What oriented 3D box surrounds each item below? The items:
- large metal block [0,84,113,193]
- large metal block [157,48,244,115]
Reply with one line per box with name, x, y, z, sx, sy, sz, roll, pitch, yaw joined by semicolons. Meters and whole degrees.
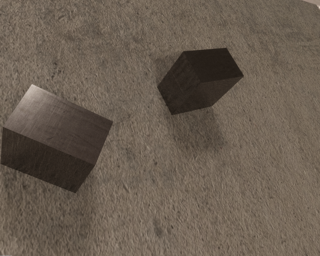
large metal block;-0.103;0.015;0.305;0.080;0.080;0.050;26;53;-13
large metal block;0.056;-0.066;0.441;0.081;0.080;0.050;-14;69;-34
